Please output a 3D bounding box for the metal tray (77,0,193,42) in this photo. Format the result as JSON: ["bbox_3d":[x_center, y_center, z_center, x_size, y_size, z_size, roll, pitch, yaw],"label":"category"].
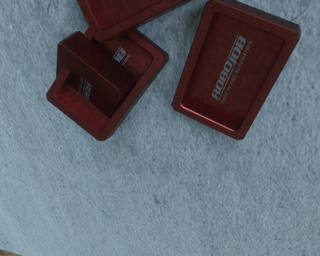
[{"bbox_3d":[-0.022,-0.150,0.297,0.130,0.030,0.090,-19,104,21],"label":"metal tray"}]

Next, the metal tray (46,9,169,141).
[{"bbox_3d":[-0.063,-0.060,0.367,0.090,0.030,0.129,39,107,1],"label":"metal tray"}]

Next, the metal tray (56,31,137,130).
[{"bbox_3d":[-0.087,-0.046,0.392,0.090,0.030,0.129,39,147,3],"label":"metal tray"}]

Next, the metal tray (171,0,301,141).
[{"bbox_3d":[0.074,-0.059,0.327,0.090,0.030,0.129,27,128,11],"label":"metal tray"}]
